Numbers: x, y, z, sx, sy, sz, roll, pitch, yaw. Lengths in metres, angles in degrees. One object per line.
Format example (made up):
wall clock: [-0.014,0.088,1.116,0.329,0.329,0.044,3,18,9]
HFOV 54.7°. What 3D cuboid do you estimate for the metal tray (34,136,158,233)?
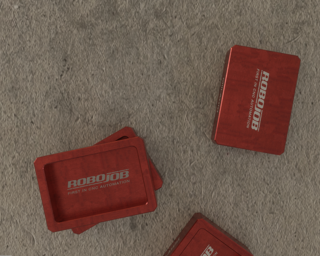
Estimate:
metal tray: [-0.075,0.066,0.376,0.131,0.030,0.089,-12,90,0]

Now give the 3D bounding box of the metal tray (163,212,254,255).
metal tray: [0.048,0.191,0.407,0.090,0.030,0.130,37,90,0]

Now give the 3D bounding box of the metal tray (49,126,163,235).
metal tray: [-0.073,0.066,0.406,0.130,0.030,0.090,-30,90,0]

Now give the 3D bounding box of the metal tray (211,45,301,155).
metal tray: [0.124,-0.036,0.408,0.091,0.030,0.129,10,90,0]
